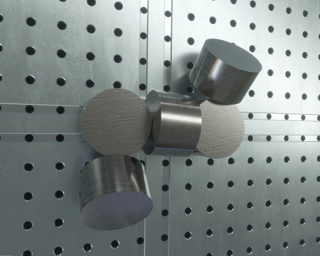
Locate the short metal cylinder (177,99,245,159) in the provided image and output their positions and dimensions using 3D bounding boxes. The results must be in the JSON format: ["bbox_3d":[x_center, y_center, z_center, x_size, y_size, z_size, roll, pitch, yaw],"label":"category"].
[{"bbox_3d":[0.067,0.000,0.425,0.081,0.050,0.079,0,90,-21],"label":"short metal cylinder"}]

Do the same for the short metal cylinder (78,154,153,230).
[{"bbox_3d":[-0.052,0.076,0.359,0.081,0.050,0.080,-10,137,-9],"label":"short metal cylinder"}]

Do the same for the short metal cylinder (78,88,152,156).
[{"bbox_3d":[-0.056,-0.006,0.378,0.081,0.050,0.079,0,90,-21],"label":"short metal cylinder"}]

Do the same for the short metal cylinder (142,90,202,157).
[{"bbox_3d":[0.011,-0.005,0.388,0.050,0.080,0.080,5,88,-20],"label":"short metal cylinder"}]

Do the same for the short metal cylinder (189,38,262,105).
[{"bbox_3d":[0.085,-0.075,0.409,0.081,0.080,0.050,9,129,-20],"label":"short metal cylinder"}]
